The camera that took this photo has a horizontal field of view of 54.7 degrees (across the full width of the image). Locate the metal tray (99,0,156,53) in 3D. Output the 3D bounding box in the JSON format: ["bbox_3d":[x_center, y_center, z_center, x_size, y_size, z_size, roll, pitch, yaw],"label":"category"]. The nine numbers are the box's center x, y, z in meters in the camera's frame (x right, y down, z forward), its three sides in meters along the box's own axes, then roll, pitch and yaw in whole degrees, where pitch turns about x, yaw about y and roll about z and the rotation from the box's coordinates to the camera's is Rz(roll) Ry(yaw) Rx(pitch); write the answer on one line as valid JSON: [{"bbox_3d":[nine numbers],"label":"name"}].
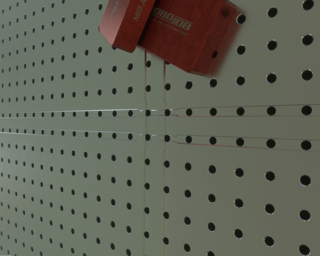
[{"bbox_3d":[-0.037,-0.176,0.413,0.129,0.030,0.090,-63,33,20],"label":"metal tray"}]

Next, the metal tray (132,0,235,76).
[{"bbox_3d":[0.018,-0.133,0.390,0.130,0.030,0.089,36,112,33],"label":"metal tray"}]
